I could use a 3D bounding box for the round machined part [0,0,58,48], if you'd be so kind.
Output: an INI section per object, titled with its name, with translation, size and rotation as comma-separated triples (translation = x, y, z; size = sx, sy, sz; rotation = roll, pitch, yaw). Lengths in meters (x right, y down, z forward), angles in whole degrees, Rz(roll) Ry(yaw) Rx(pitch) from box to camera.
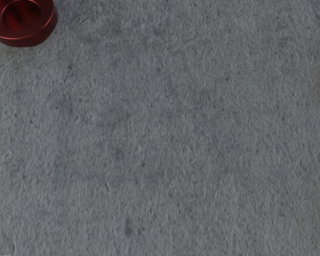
[round machined part]
translation = -0.199, -0.159, 0.455
size = 0.099, 0.042, 0.098
rotation = 0, 70, -1
